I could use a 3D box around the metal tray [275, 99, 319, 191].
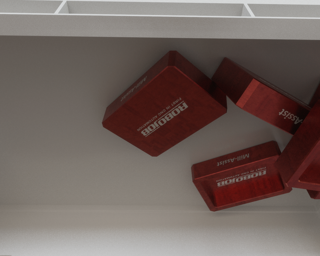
[{"bbox_3d":[0.195,0.025,0.304,0.131,0.030,0.089,10,127,-13],"label":"metal tray"}]

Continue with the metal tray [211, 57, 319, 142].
[{"bbox_3d":[0.128,-0.026,0.341,0.131,0.090,0.030,24,110,-19],"label":"metal tray"}]

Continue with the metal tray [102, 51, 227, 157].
[{"bbox_3d":[0.003,-0.022,0.375,0.090,0.030,0.130,34,131,-26],"label":"metal tray"}]

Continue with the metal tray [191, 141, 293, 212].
[{"bbox_3d":[0.124,0.077,0.471,0.130,0.030,0.090,-19,128,15],"label":"metal tray"}]

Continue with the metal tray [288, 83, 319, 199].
[{"bbox_3d":[0.207,0.014,0.378,0.030,0.090,0.129,2,130,-7],"label":"metal tray"}]
